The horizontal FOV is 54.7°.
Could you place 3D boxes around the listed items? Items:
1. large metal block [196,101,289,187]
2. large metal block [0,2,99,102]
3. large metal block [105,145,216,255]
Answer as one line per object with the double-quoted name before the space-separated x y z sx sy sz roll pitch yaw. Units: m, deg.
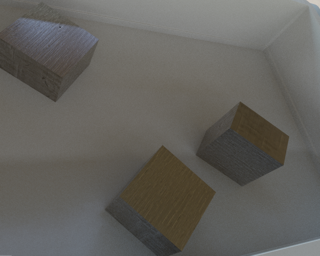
"large metal block" 0.109 0.024 0.414 0.080 0.080 0.050 35 51 -6
"large metal block" -0.134 -0.092 0.373 0.080 0.050 0.080 33 51 -7
"large metal block" 0.002 0.080 0.341 0.080 0.050 0.080 42 51 0
